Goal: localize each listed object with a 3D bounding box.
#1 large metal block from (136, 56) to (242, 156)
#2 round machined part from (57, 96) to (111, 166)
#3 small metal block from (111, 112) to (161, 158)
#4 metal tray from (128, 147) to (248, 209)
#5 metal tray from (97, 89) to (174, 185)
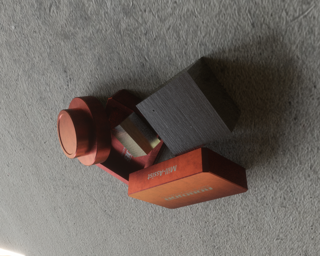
[{"bbox_3d":[0.034,-0.022,0.361,0.080,0.050,0.080,-30,102,38],"label":"large metal block"},{"bbox_3d":[-0.111,0.006,0.432,0.098,0.042,0.097,17,112,49],"label":"round machined part"},{"bbox_3d":[-0.034,0.010,0.403,0.050,0.025,0.050,48,157,-9],"label":"small metal block"},{"bbox_3d":[0.033,0.070,0.401,0.130,0.030,0.090,-25,141,37],"label":"metal tray"},{"bbox_3d":[-0.041,0.021,0.439,0.090,0.030,0.129,30,128,8],"label":"metal tray"}]
